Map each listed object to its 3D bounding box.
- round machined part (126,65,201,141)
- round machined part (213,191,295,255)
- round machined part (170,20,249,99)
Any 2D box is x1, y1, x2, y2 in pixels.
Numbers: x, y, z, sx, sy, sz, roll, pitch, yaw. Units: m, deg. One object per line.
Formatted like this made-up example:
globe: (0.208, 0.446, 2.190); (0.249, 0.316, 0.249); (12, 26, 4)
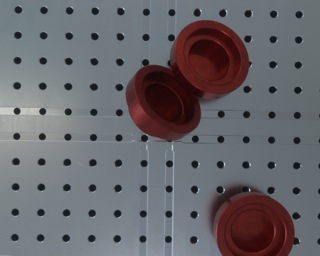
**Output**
round machined part: (0.000, -0.027, 0.388); (0.098, 0.099, 0.042); (49, 133, 0)
round machined part: (0.119, 0.132, 0.406); (0.099, 0.042, 0.097); (0, 90, 0)
round machined part: (0.059, -0.083, 0.395); (0.099, 0.042, 0.098); (4, 76, -15)
